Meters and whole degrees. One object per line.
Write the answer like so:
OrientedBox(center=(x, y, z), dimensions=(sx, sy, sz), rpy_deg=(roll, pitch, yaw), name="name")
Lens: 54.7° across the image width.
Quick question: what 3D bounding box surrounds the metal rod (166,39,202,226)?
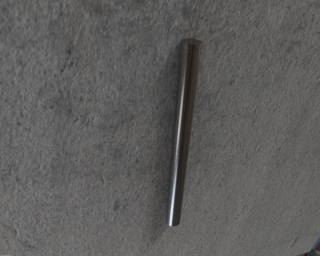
OrientedBox(center=(0.029, 0.026, 0.440), dimensions=(0.025, 0.025, 0.298), rpy_deg=(-11, 123, -23), name="metal rod")
